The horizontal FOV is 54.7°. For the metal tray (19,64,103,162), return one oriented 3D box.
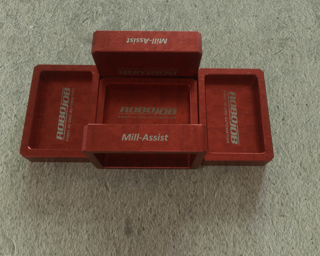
[{"bbox_3d":[-0.126,-0.021,0.413,0.091,0.030,0.130,1,70,0],"label":"metal tray"}]

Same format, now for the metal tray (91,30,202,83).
[{"bbox_3d":[-0.015,-0.088,0.407,0.131,0.090,0.030,0,70,0],"label":"metal tray"}]

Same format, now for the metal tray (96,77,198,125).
[{"bbox_3d":[-0.016,-0.021,0.414,0.131,0.030,0.090,1,70,0],"label":"metal tray"}]

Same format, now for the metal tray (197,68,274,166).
[{"bbox_3d":[0.095,-0.016,0.414,0.091,0.030,0.130,1,70,0],"label":"metal tray"}]

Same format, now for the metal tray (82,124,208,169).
[{"bbox_3d":[-0.016,0.025,0.364,0.131,0.090,0.030,0,70,0],"label":"metal tray"}]
